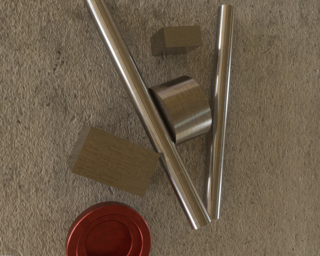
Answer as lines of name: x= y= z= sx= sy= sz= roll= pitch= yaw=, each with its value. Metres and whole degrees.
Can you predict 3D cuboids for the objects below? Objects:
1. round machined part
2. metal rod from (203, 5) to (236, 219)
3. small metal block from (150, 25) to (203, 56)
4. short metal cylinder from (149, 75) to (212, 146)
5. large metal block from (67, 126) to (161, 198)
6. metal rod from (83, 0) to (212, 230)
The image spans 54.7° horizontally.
round machined part: x=-0.064 y=0.138 z=0.377 sx=0.099 sy=0.042 sz=0.097 roll=0 pitch=90 yaw=-21
metal rod: x=0.084 y=-0.023 z=0.441 sx=0.025 sy=0.025 sz=0.298 roll=5 pitch=88 yaw=-20
small metal block: x=0.020 y=-0.113 z=0.404 sx=0.050 sy=0.050 sz=0.025 roll=-9 pitch=94 yaw=-20
short metal cylinder: x=0.020 y=-0.020 z=0.388 sx=0.050 sy=0.080 sz=0.080 roll=-23 pitch=98 yaw=-20
large metal block: x=-0.057 y=0.036 z=0.359 sx=0.080 sy=0.080 sz=0.050 roll=24 pitch=83 yaw=-19
metal rod: x=-0.018 y=-0.026 z=0.364 sx=0.025 sy=0.025 sz=0.299 roll=-24 pitch=84 yaw=-19
